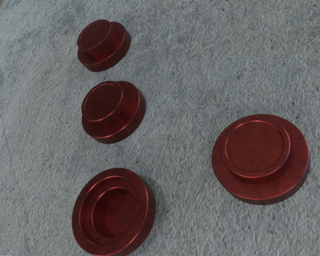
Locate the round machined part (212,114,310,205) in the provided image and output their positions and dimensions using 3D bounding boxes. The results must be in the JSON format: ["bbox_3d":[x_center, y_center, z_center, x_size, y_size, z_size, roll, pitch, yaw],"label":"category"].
[{"bbox_3d":[0.101,0.027,0.323,0.098,0.042,0.098,-13,56,21],"label":"round machined part"}]

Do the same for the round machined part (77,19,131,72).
[{"bbox_3d":[-0.104,-0.150,0.540,0.098,0.042,0.098,-13,56,21],"label":"round machined part"}]

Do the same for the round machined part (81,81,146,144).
[{"bbox_3d":[-0.074,-0.030,0.450,0.098,0.042,0.098,-13,56,21],"label":"round machined part"}]

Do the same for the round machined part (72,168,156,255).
[{"bbox_3d":[-0.049,0.099,0.358,0.098,0.042,0.098,-13,56,21],"label":"round machined part"}]
